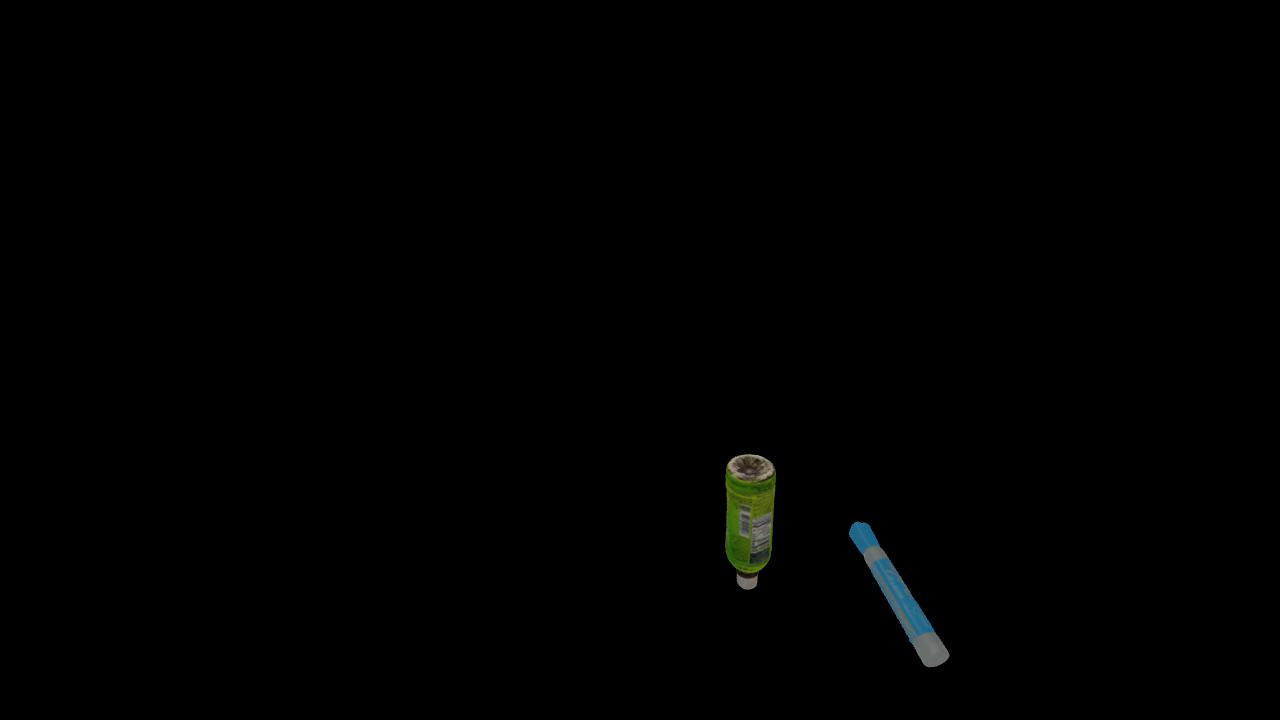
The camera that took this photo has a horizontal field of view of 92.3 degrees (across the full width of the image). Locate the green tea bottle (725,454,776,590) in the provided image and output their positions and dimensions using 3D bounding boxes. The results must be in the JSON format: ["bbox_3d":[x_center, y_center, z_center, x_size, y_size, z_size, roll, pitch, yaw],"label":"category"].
[{"bbox_3d":[0.157,0.242,0.887,0.073,0.212,0.073,-1,23,1],"label":"green tea bottle"}]

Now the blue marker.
[{"bbox_3d":[0.193,0.173,0.470,0.020,0.020,0.121,0,33,-12],"label":"blue marker"}]
